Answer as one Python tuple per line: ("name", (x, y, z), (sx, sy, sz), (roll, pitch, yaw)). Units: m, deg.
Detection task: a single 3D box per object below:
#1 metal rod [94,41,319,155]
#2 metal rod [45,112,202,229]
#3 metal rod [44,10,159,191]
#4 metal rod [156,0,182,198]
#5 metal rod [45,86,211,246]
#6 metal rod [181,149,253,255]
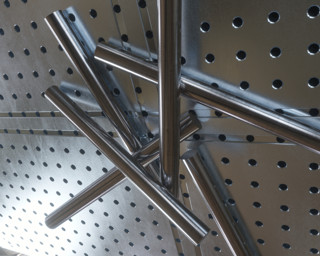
("metal rod", (0.058, -0.036, 0.358), (0.301, 0.025, 0.025), (25, 127, 13))
("metal rod", (-0.066, 0.072, 0.444), (0.299, 0.025, 0.025), (-36, 98, 24))
("metal rod", (-0.063, -0.019, 0.432), (0.025, 0.025, 0.299), (-20, 108, 35))
("metal rod", (0.010, -0.046, 0.344), (0.025, 0.025, 0.298), (10, 117, 23))
("metal rod", (-0.056, 0.036, 0.409), (0.300, 0.025, 0.025), (40, 131, 23))
("metal rod", (0.108, 0.161, 0.453), (0.025, 0.025, 0.299), (-17, 110, 35))
